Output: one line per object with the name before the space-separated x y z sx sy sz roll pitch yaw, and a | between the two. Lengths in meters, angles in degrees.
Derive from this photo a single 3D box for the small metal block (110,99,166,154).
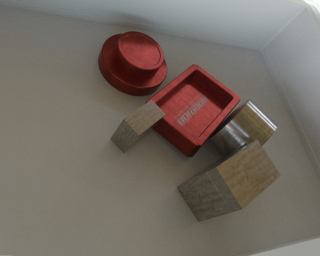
small metal block | -0.027 -0.002 0.377 0.025 0.050 0.050 47 51 4

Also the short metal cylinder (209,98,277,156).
short metal cylinder | 0.114 0.005 0.431 0.050 0.080 0.080 45 51 2

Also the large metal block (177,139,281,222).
large metal block | 0.082 0.064 0.375 0.081 0.080 0.050 -25 80 -37

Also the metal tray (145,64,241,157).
metal tray | 0.046 -0.030 0.438 0.090 0.030 0.131 39 50 9

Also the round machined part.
round machined part | -0.033 -0.097 0.437 0.099 0.042 0.098 14 56 -21
